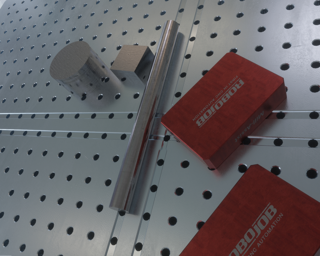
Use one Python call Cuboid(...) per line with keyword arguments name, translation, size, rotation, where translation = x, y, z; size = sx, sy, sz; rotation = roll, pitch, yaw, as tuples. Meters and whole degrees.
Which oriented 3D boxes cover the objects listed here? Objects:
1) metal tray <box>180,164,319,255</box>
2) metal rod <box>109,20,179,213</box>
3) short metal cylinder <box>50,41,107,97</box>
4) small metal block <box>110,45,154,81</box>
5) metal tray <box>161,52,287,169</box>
Cuboid(name="metal tray", translation=(0.089, 0.110, 0.291), size=(0.090, 0.030, 0.130), rotation=(35, 81, 38))
Cuboid(name="metal rod", translation=(-0.015, -0.033, 0.436), size=(0.025, 0.025, 0.300), rotation=(0, 62, 28))
Cuboid(name="short metal cylinder", translation=(-0.138, -0.100, 0.526), size=(0.080, 0.050, 0.080), rotation=(-13, 56, 21))
Cuboid(name="small metal block", translation=(-0.044, -0.105, 0.496), size=(0.050, 0.025, 0.050), rotation=(13, 68, 33))
Cuboid(name="metal tray", translation=(0.076, -0.025, 0.381), size=(0.130, 0.030, 0.090), rotation=(-45, 51, -3))
